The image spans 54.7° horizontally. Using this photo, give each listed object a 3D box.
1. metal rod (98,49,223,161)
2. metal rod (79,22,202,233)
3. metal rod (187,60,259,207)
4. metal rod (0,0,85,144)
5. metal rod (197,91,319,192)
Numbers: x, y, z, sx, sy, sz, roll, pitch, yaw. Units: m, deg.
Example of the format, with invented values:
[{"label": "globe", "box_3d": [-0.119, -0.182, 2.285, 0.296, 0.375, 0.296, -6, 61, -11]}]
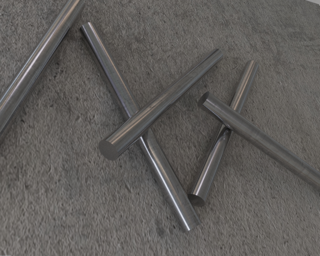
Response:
[{"label": "metal rod", "box_3d": [0.022, -0.051, 0.423, 0.025, 0.025, 0.302, 44, 44, 2]}, {"label": "metal rod", "box_3d": [-0.032, -0.013, 0.393, 0.025, 0.025, 0.299, -18, 71, -35]}, {"label": "metal rod", "box_3d": [0.105, -0.012, 0.467, 0.025, 0.025, 0.301, 36, 51, -5]}, {"label": "metal rod", "box_3d": [-0.151, -0.063, 0.360, 0.025, 0.025, 0.300, 24, 53, -13]}, {"label": "metal rod", "box_3d": [0.180, 0.041, 0.454, 0.301, 0.025, 0.025, 33, 51, -15]}]
